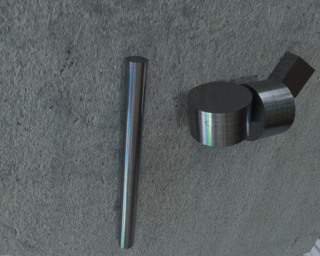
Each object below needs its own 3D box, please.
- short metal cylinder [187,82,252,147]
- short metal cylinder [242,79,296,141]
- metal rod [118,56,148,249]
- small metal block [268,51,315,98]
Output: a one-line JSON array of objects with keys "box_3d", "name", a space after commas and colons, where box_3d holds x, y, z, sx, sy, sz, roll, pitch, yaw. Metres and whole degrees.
[{"box_3d": [0.077, -0.020, 0.403, 0.081, 0.080, 0.050, -20, 126, -17], "name": "short metal cylinder"}, {"box_3d": [0.139, -0.026, 0.434, 0.050, 0.080, 0.079, -12, 124, -22], "name": "short metal cylinder"}, {"box_3d": [-0.040, 0.052, 0.418, 0.025, 0.025, 0.298, -9, 122, -24], "name": "metal rod"}, {"box_3d": [0.198, -0.080, 0.468, 0.050, 0.025, 0.050, 21, 107, -36], "name": "small metal block"}]
